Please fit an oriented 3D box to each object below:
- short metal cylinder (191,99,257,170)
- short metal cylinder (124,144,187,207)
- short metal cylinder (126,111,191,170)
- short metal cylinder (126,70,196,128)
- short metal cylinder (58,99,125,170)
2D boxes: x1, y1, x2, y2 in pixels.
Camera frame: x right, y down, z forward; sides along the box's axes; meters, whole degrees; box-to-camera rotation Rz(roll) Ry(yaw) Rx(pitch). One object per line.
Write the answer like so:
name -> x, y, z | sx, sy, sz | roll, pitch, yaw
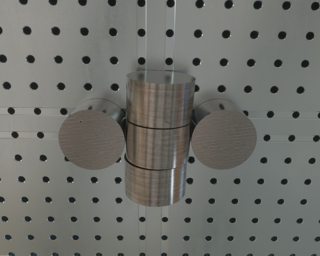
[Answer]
short metal cylinder -> 0.079, 0.007, 0.403 | 0.081, 0.050, 0.079 | 0, 110, -1
short metal cylinder -> -0.006, 0.059, 0.405 | 0.081, 0.080, 0.050 | 1, 110, -1
short metal cylinder -> -0.002, 0.011, 0.388 | 0.081, 0.080, 0.050 | 2, 110, -1
short metal cylinder -> 0.000, -0.037, 0.370 | 0.081, 0.080, 0.050 | 2, 110, -1
short metal cylinder -> -0.083, 0.007, 0.401 | 0.081, 0.050, 0.079 | 0, 110, -1
